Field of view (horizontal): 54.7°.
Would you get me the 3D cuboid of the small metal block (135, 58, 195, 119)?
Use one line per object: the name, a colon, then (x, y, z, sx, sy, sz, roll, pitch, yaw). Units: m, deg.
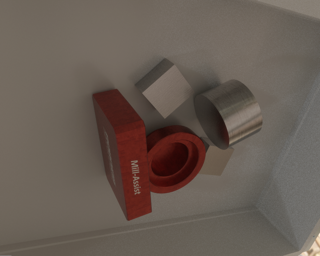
small metal block: (0.006, -0.048, 0.382, 0.050, 0.025, 0.050, -42, 128, 1)

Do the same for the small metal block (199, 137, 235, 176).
small metal block: (0.079, 0.045, 0.480, 0.050, 0.025, 0.050, 10, 113, -32)

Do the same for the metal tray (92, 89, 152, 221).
metal tray: (-0.044, 0.031, 0.361, 0.030, 0.090, 0.129, -16, 125, -19)

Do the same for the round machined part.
round machined part: (0.010, 0.038, 0.424, 0.099, 0.042, 0.097, -14, 125, -21)

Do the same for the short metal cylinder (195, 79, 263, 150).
short metal cylinder: (0.089, -0.018, 0.411, 0.050, 0.080, 0.080, -26, 128, -13)
